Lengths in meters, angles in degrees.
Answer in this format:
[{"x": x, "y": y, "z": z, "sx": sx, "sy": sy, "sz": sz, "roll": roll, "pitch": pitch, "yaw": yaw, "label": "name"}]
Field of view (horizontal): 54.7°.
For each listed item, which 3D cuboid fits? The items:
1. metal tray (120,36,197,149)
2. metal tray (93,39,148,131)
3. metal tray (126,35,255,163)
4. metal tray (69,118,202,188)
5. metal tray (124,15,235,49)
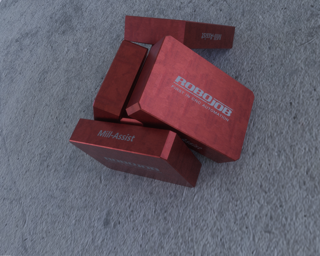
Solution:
[{"x": 0.008, "y": -0.041, "z": 0.383, "sx": 0.030, "sy": 0.090, "sz": 0.130, "roll": 7, "pitch": 65, "yaw": 31, "label": "metal tray"}, {"x": -0.052, "y": -0.037, "z": 0.391, "sx": 0.030, "sy": 0.130, "sz": 0.090, "roll": 21, "pitch": 69, "yaw": -3, "label": "metal tray"}, {"x": 0.039, "y": -0.028, "z": 0.337, "sx": 0.030, "sy": 0.131, "sz": 0.090, "roll": -20, "pitch": 46, "yaw": 59, "label": "metal tray"}, {"x": -0.028, "y": 0.029, "z": 0.358, "sx": 0.130, "sy": 0.090, "sz": 0.030, "roll": 7, "pitch": 66, "yaw": 31, "label": "metal tray"}, {"x": 0.029, "y": -0.125, "z": 0.406, "sx": 0.090, "sy": 0.131, "sz": 0.030, "roll": 19, "pitch": 113, "yaw": 35, "label": "metal tray"}]
